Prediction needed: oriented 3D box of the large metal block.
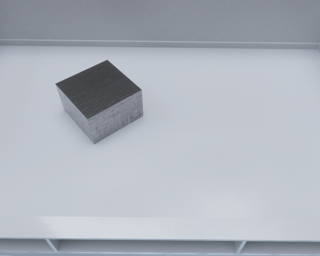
[{"bbox_3d":[-0.080,-0.037,0.419,0.081,0.050,0.080,-32,57,-24],"label":"large metal block"}]
